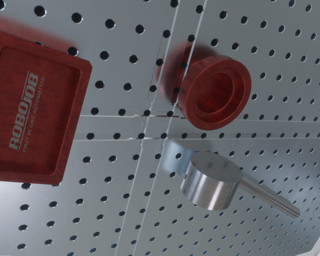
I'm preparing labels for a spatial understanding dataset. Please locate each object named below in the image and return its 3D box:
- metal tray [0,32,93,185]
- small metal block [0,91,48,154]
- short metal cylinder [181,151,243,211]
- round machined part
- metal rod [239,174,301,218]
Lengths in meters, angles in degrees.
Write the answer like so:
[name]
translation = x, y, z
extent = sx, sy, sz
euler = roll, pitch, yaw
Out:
[metal tray]
translation = -0.127, -0.014, 0.297
extent = 0.091, 0.030, 0.129
euler = 13, 95, -36
[small metal block]
translation = -0.154, -0.005, 0.324
extent = 0.050, 0.025, 0.050
euler = 21, 107, -36
[short metal cylinder]
translation = 0.077, 0.078, 0.466
extent = 0.081, 0.080, 0.050
euler = 2, 117, -30
[round machined part]
translation = 0.067, -0.049, 0.407
extent = 0.099, 0.042, 0.097
euler = -14, 124, -21
[metal rod]
translation = 0.201, 0.128, 0.601
extent = 0.301, 0.025, 0.025
euler = 31, 101, -38
